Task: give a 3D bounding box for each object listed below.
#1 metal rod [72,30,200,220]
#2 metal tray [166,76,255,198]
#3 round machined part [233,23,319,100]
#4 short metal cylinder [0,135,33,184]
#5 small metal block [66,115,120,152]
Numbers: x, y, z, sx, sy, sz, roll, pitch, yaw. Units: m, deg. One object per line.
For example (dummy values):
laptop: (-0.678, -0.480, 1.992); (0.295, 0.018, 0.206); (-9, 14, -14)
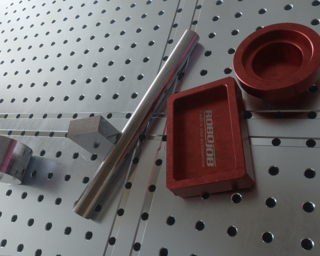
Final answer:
metal rod: (-0.026, -0.015, 0.429); (0.025, 0.025, 0.300); (20, 72, 35)
metal tray: (0.054, 0.009, 0.364); (0.090, 0.030, 0.130); (-15, 55, 26)
round machined part: (0.140, -0.074, 0.369); (0.098, 0.042, 0.098); (-13, 56, 20)
short metal cylinder: (-0.242, 0.048, 0.467); (0.080, 0.080, 0.050); (-3, 61, 26)
small metal block: (-0.092, 0.009, 0.433); (0.050, 0.050, 0.025); (-9, 58, 23)
